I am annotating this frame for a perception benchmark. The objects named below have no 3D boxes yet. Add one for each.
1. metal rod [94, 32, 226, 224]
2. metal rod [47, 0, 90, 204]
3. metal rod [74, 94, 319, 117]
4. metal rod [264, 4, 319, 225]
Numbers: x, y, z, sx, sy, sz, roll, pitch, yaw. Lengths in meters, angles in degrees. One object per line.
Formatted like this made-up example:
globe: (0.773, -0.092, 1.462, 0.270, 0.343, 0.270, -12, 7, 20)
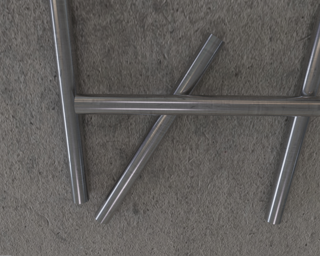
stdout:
metal rod: (-0.009, 0.012, 0.414, 0.025, 0.025, 0.298, 29, 107, -10)
metal rod: (-0.115, -0.037, 0.394, 0.025, 0.025, 0.298, 0, 110, 0)
metal rod: (0.052, -0.027, 0.372, 0.302, 0.025, 0.025, 1, 110, -1)
metal rod: (0.183, -0.003, 0.409, 0.025, 0.025, 0.298, 5, 110, -2)
